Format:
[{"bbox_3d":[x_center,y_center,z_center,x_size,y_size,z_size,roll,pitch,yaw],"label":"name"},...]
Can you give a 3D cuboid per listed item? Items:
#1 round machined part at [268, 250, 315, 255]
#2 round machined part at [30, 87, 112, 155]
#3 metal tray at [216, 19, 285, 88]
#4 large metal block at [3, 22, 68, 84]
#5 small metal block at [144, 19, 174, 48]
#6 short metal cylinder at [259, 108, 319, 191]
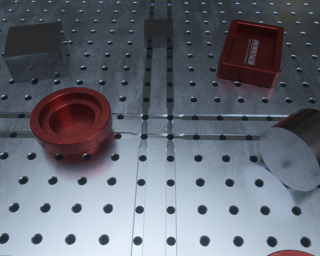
[{"bbox_3d":[0.125,0.155,0.267,0.099,0.042,0.098,0,50,0],"label":"round machined part"},{"bbox_3d":[-0.111,-0.005,0.400,0.099,0.042,0.098,0,50,0],"label":"round machined part"},{"bbox_3d":[0.152,-0.127,0.511,0.090,0.030,0.130,14,51,11],"label":"metal tray"},{"bbox_3d":[-0.193,-0.121,0.491,0.081,0.050,0.080,-9,51,-7],"label":"large metal block"},{"bbox_3d":[-0.002,-0.168,0.548,0.050,0.025,0.050,-1,50,-1],"label":"small metal block"},{"bbox_3d":[0.162,0.024,0.352,0.050,0.080,0.080,-28,55,-21],"label":"short metal cylinder"}]
